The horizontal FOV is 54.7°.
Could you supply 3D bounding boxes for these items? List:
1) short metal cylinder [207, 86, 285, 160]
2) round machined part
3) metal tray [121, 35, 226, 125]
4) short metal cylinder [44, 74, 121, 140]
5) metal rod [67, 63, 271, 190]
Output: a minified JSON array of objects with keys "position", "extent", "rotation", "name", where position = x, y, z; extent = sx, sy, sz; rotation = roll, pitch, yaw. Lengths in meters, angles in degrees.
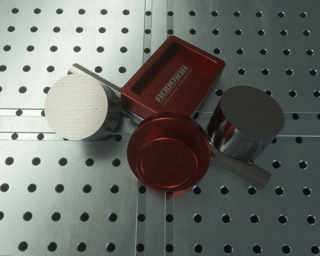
[{"position":[0.106,-0.007,0.389],"extent":[0.081,0.050,0.080],"rotation":[7,53,-8],"name":"short metal cylinder"},{"position":[0.009,0.034,0.361],"extent":[0.099,0.042,0.097],"rotation":[2,113,5],"name":"round machined part"},{"position":[0.019,-0.060,0.416],"extent":[0.090,0.030,0.130],"rotation":[30,59,10],"name":"metal tray"},{"position":[-0.096,-0.024,0.394],"extent":[0.080,0.050,0.080],"rotation":[-1,87,10],"name":"short metal cylinder"},{"position":[0.005,-0.007,0.414],"extent":[0.301,0.025,0.025],"rotation":[30,73,10],"name":"metal rod"}]
